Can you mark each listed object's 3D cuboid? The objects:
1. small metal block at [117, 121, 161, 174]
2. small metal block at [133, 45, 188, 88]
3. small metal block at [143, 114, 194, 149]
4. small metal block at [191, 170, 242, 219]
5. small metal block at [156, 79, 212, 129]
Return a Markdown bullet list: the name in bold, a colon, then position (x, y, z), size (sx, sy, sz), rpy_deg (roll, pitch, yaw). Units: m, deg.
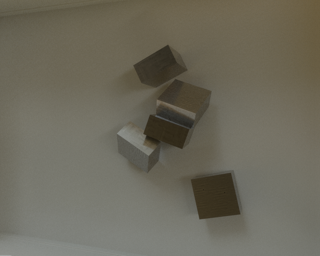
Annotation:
- **small metal block**: position (-0.028, 0.026, 0.404), size (0.050, 0.050, 0.025), rpy_deg (33, 60, 16)
- **small metal block**: position (0.002, -0.077, 0.396), size (0.050, 0.050, 0.025), rpy_deg (-27, 81, 18)
- **small metal block**: position (0.013, 0.003, 0.389), size (0.050, 0.050, 0.025), rpy_deg (21, 99, 11)
- **small metal block**: position (0.071, 0.083, 0.385), size (0.050, 0.025, 0.050), rpy_deg (-13, 86, 19)
- **small metal block**: position (0.030, -0.031, 0.384), size (0.050, 0.050, 0.025), rpy_deg (22, 136, 18)
